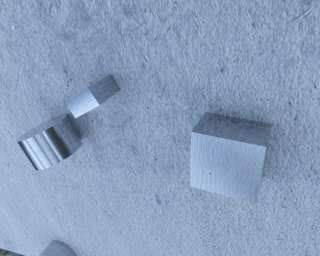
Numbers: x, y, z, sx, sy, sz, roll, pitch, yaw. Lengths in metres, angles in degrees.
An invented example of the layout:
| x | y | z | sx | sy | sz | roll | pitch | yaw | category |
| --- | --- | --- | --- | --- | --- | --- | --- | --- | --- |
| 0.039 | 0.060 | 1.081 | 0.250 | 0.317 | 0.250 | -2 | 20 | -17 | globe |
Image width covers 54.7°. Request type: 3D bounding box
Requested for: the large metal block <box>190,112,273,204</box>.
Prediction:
| x | y | z | sx | sy | sz | roll | pitch | yaw | category |
| --- | --- | --- | --- | --- | --- | --- | --- | --- | --- |
| 0.083 | 0.034 | 0.368 | 0.080 | 0.050 | 0.079 | 12 | 123 | 22 | large metal block |

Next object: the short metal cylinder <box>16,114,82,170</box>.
| x | y | z | sx | sy | sz | roll | pitch | yaw | category |
| --- | --- | --- | --- | --- | --- | --- | --- | --- | --- |
| -0.167 | 0.020 | 0.472 | 0.080 | 0.080 | 0.050 | -13 | 112 | 33 | short metal cylinder |

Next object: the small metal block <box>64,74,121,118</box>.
| x | y | z | sx | sy | sz | roll | pitch | yaw | category |
| --- | --- | --- | --- | --- | --- | --- | --- | --- | --- |
| -0.089 | -0.042 | 0.411 | 0.050 | 0.050 | 0.025 | -22 | 107 | 36 | small metal block |

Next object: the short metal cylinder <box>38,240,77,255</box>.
| x | y | z | sx | sy | sz | roll | pitch | yaw | category |
| --- | --- | --- | --- | --- | --- | --- | --- | --- | --- |
| -0.234 | 0.303 | 0.701 | 0.080 | 0.050 | 0.079 | 13 | 124 | 21 | short metal cylinder |
